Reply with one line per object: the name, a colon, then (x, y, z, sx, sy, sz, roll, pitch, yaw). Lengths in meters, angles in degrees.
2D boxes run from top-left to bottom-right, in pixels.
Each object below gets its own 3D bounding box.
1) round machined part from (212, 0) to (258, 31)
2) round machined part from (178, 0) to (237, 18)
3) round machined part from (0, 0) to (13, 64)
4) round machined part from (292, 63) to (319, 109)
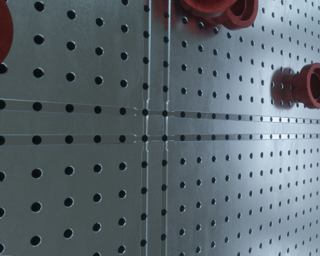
round machined part: (0.111, -0.204, 0.494, 0.099, 0.042, 0.097, 0, 90, -40)
round machined part: (0.068, -0.207, 0.425, 0.099, 0.042, 0.097, 0, 90, -2)
round machined part: (-0.177, -0.083, 0.250, 0.099, 0.042, 0.097, 0, 90, -40)
round machined part: (0.326, -0.089, 0.671, 0.099, 0.042, 0.097, 2, 87, -35)
